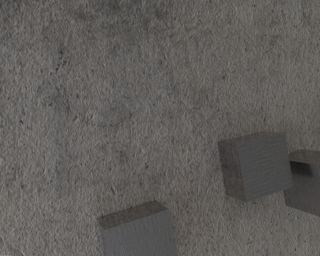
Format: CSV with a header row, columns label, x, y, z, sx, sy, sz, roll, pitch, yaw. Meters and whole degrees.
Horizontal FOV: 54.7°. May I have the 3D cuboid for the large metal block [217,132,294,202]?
label,x,y,z,sx,sy,sz,roll,pitch,yaw
large metal block,0.137,0.052,0.446,0.081,0.050,0.080,-12,94,-20

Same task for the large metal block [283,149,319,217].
label,x,y,z,sx,sy,sz,roll,pitch,yaw
large metal block,0.229,0.080,0.464,0.050,0.080,0.080,-17,96,-19

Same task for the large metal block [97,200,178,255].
label,x,y,z,sx,sy,sz,roll,pitch,yaw
large metal block,-0.027,0.145,0.386,0.081,0.050,0.080,-13,95,-20
